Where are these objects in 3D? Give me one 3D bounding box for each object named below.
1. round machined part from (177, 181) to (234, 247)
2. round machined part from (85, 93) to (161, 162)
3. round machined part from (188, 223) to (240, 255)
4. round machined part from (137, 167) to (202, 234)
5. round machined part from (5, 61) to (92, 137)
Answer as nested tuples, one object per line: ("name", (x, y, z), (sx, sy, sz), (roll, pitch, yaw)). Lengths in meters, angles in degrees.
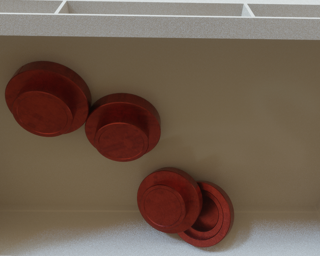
("round machined part", (0.068, 0.132, 0.487), (0.098, 0.098, 0.042), (-30, 163, 23))
("round machined part", (-0.048, 0.007, 0.403), (0.099, 0.042, 0.097), (0, 130, 0))
("round machined part", (0.102, 0.213, 0.583), (0.099, 0.042, 0.097), (0, 130, 0))
("round machined part", (0.010, 0.111, 0.459), (0.098, 0.042, 0.097), (3, 98, 19))
("round machined part", (-0.136, -0.027, 0.373), (0.099, 0.042, 0.097), (0, 130, 0))
